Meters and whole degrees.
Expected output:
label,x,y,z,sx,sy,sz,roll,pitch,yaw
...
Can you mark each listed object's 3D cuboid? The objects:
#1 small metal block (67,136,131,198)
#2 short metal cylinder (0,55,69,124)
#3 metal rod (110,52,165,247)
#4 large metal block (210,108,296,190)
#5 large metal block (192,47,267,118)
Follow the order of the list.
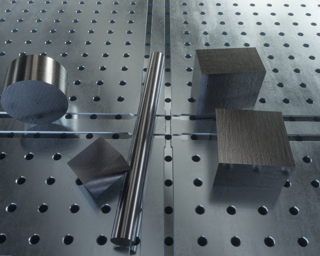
label,x,y,z,sx,sy,sz,roll,pitch,yaw
small metal block,-0.071,0.043,0.355,0.050,0.025,0.050,-40,42,-16
short metal cylinder,-0.163,-0.050,0.412,0.081,0.080,0.050,-8,51,-7
metal rod,-0.021,0.000,0.406,0.025,0.025,0.300,5,50,4
large metal block,0.105,0.024,0.372,0.080,0.050,0.080,3,50,2
large metal block,0.089,-0.061,0.424,0.081,0.080,0.050,-3,50,-3
